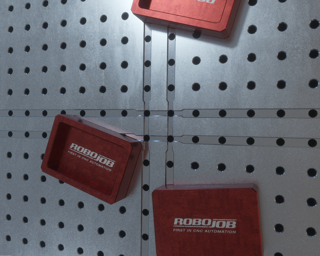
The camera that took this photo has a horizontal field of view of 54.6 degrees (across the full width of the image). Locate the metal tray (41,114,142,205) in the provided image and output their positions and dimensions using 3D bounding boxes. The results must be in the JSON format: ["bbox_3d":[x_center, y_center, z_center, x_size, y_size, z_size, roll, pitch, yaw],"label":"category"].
[{"bbox_3d":[-0.101,0.042,0.446,0.130,0.030,0.090,20,97,18],"label":"metal tray"}]

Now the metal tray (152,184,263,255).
[{"bbox_3d":[0.058,0.118,0.390,0.130,0.030,0.090,-5,88,20],"label":"metal tray"}]

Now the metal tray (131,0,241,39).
[{"bbox_3d":[0.036,-0.175,0.397,0.130,0.030,0.090,19,96,19],"label":"metal tray"}]
